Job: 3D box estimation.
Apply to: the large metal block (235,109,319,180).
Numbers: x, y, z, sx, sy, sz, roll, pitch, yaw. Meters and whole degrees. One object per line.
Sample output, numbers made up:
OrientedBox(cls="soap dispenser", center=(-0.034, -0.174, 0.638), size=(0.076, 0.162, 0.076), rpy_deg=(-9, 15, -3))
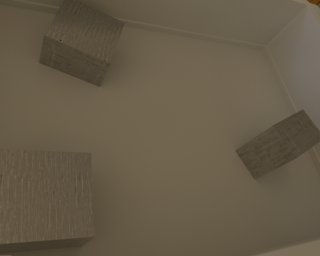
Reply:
OrientedBox(cls="large metal block", center=(0.172, 0.024, 0.448), size=(0.081, 0.080, 0.050), rpy_deg=(-21, 74, -36))

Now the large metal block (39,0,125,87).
OrientedBox(cls="large metal block", center=(-0.100, -0.112, 0.404), size=(0.080, 0.050, 0.080), rpy_deg=(21, 54, -16))

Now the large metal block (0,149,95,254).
OrientedBox(cls="large metal block", center=(-0.109, 0.068, 0.289), size=(0.081, 0.050, 0.080), rpy_deg=(5, 60, -26))
